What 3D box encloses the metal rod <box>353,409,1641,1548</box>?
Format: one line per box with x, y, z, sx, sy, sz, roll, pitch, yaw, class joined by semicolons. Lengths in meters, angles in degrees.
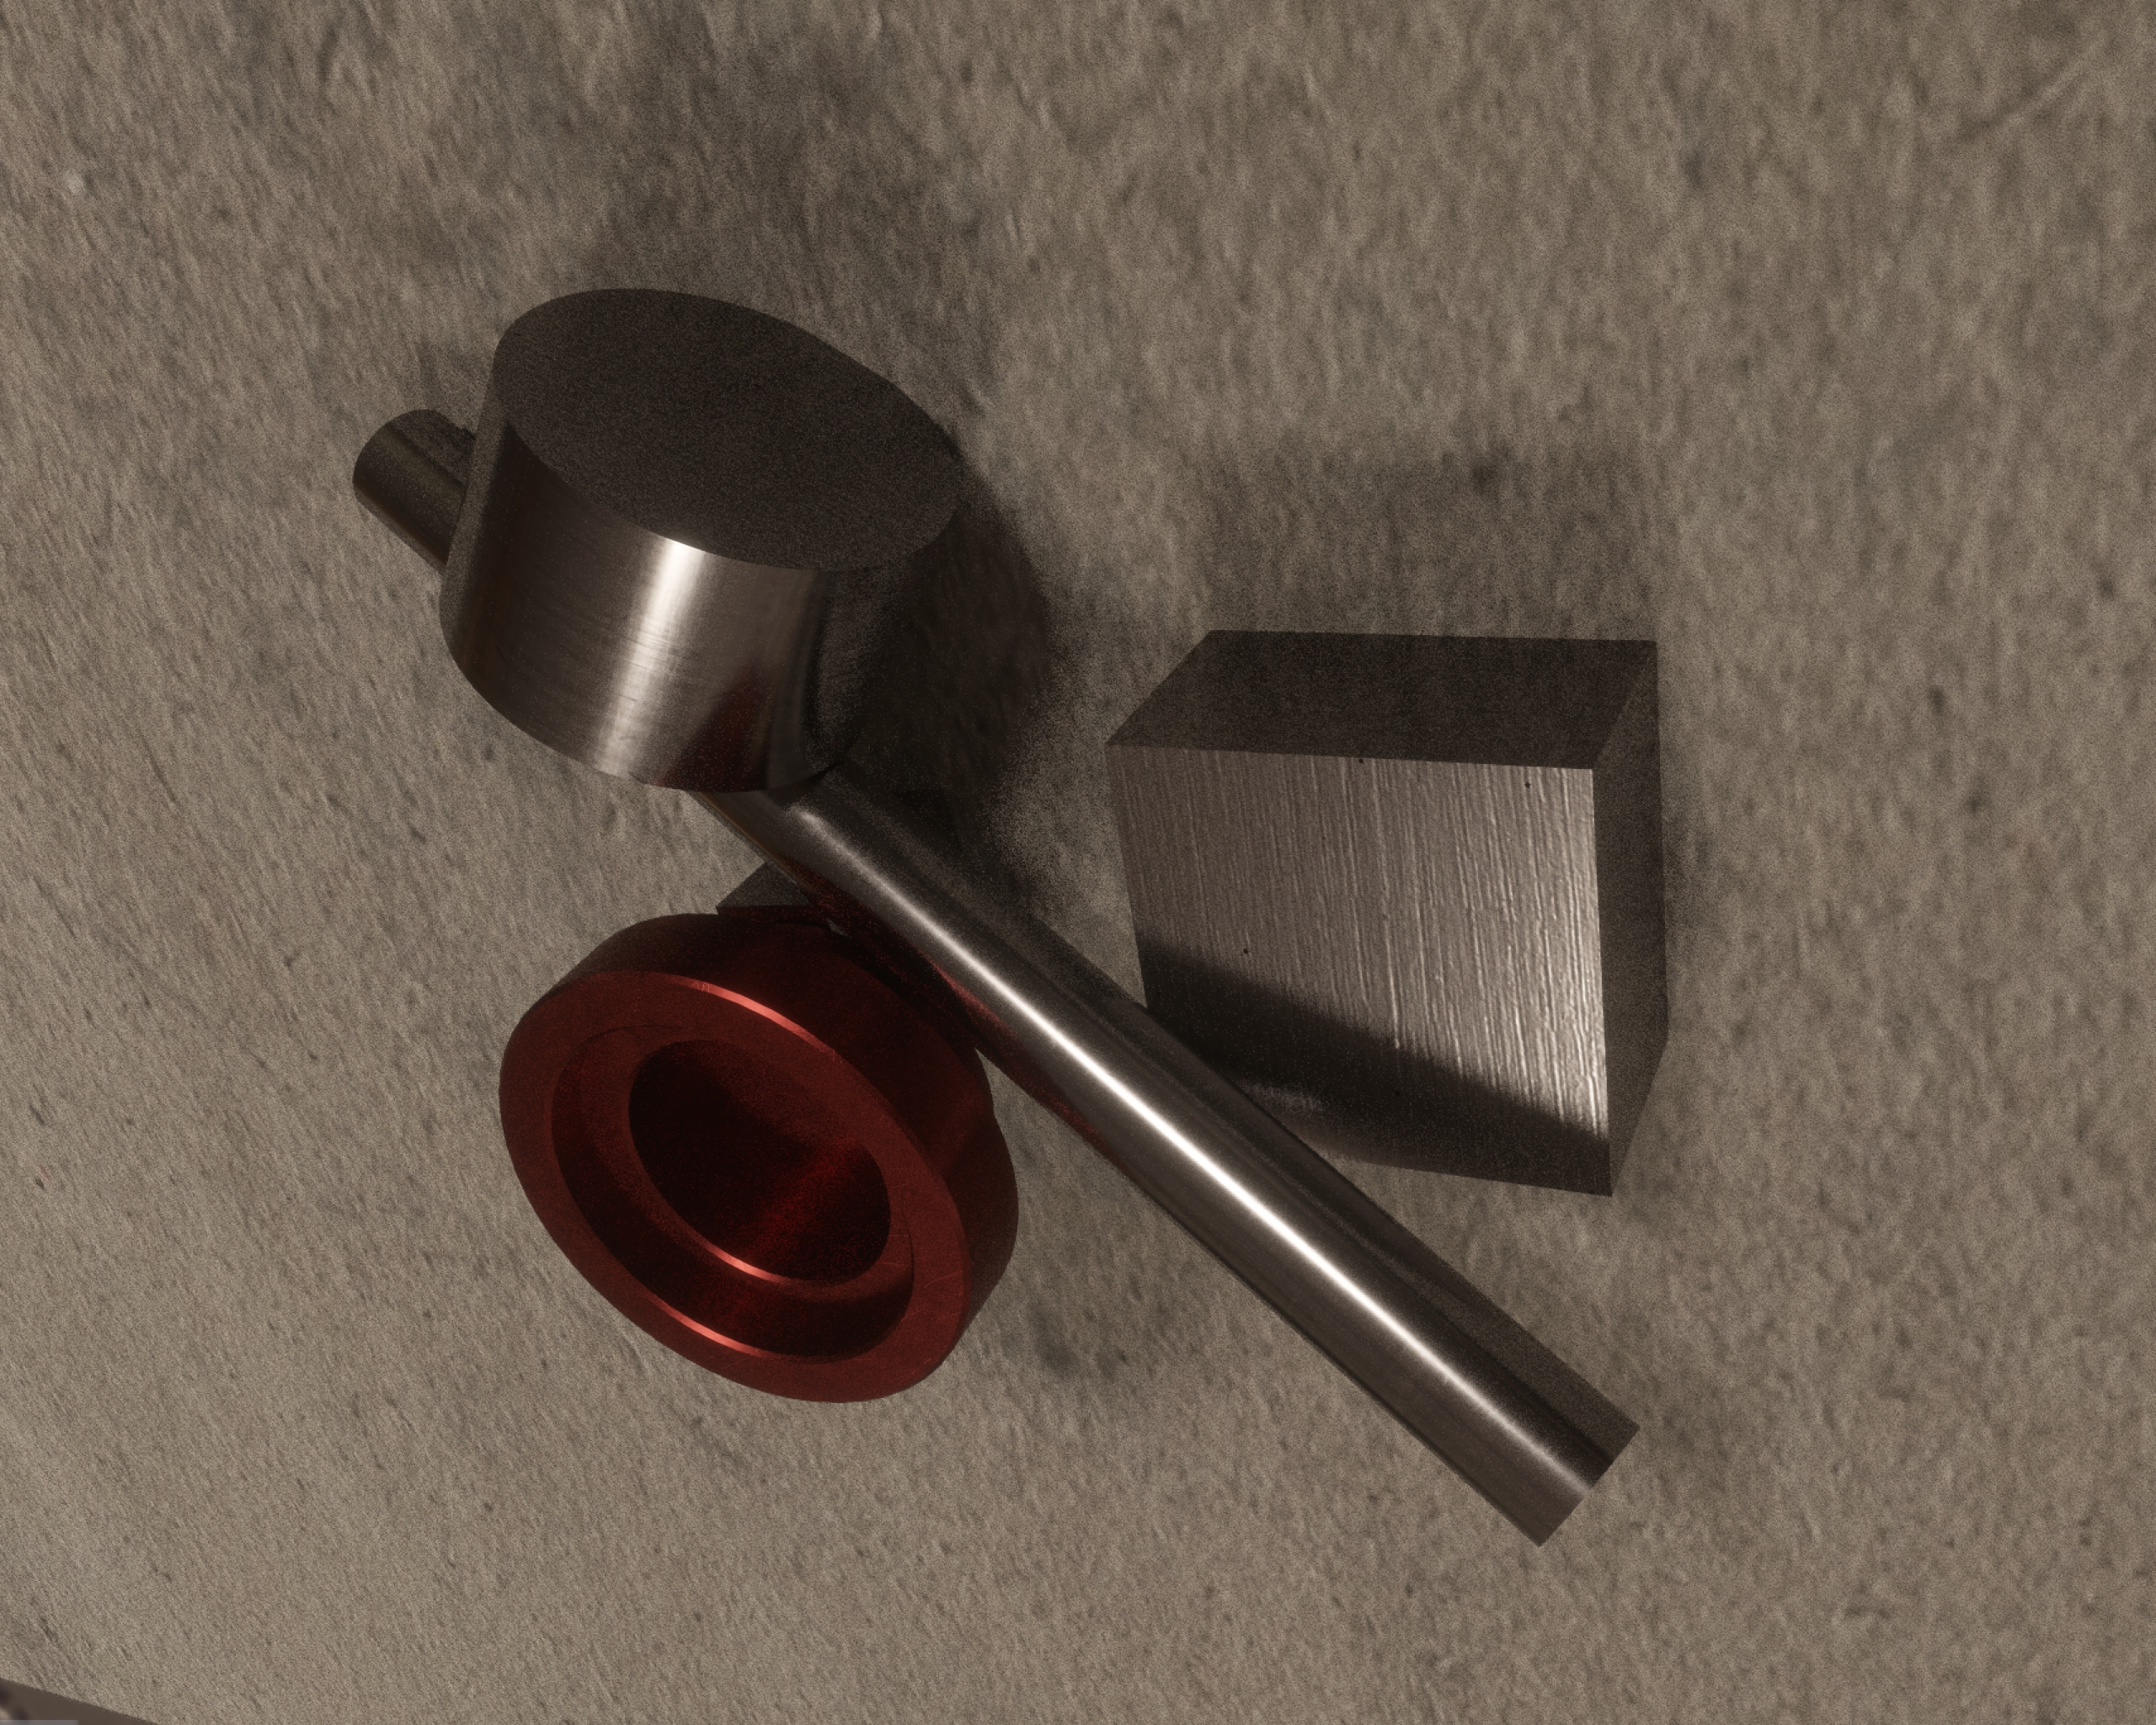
-0.028;0.008;0.379;0.300;0.025;0.025;40;130;19;metal rod

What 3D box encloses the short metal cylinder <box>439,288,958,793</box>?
-0.068;-0.058;0.371;0.080;0.080;0.050;33;128;6;short metal cylinder

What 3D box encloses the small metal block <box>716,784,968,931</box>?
-0.042;0.018;0.425;0.025;0.050;0.050;-2;118;29;small metal block

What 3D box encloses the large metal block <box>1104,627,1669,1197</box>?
0.057;0.006;0.365;0.080;0.050;0.079;4;121;25;large metal block

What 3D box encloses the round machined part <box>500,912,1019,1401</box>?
-0.055;0.050;0.392;0.098;0.042;0.097;13;125;20;round machined part
